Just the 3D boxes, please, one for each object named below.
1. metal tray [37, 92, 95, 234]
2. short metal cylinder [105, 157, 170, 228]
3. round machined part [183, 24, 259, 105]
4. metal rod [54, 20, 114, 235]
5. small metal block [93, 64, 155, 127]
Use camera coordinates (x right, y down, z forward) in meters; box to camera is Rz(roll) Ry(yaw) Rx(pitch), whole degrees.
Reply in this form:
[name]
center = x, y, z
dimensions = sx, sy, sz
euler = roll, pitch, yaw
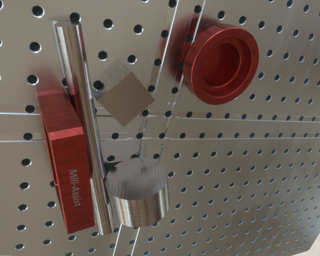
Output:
[metal tray]
center = -0.102, 0.038, 0.337
dimensions = 0.030, 0.090, 0.129
euler = -12, 124, -22
[short metal cylinder]
center = -0.028, 0.084, 0.414
dimensions = 0.081, 0.080, 0.050
euler = -17, 126, -19
[round machined part]
center = 0.072, -0.082, 0.391
dimensions = 0.099, 0.042, 0.097
euler = -14, 125, -21
[metal rod]
center = -0.085, 0.024, 0.380
dimensions = 0.025, 0.025, 0.298
euler = -16, 125, -20
[small metal block]
center = -0.043, -0.038, 0.366
dimensions = 0.050, 0.025, 0.050
euler = -41, 130, 0
